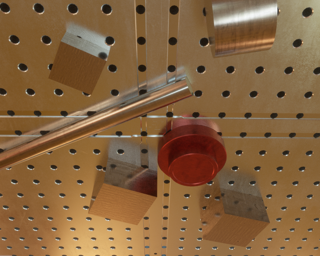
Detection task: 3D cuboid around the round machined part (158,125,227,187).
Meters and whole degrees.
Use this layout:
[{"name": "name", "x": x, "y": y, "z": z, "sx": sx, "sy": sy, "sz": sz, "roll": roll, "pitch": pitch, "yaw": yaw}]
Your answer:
[{"name": "round machined part", "x": 0.046, "y": 0.046, "z": 0.440, "sx": 0.099, "sy": 0.042, "sz": 0.097, "roll": 0, "pitch": 130, "yaw": 0}]

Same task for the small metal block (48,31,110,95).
[{"name": "small metal block", "x": -0.091, "y": -0.072, "z": 0.349, "sx": 0.050, "sy": 0.025, "sz": 0.050, "roll": 21, "pitch": 127, "yaw": -18}]

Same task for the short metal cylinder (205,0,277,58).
[{"name": "short metal cylinder", "x": 0.070, "y": -0.108, "z": 0.284, "sx": 0.050, "sy": 0.080, "sz": 0.080, "roll": -8, "pitch": 130, "yaw": 6}]

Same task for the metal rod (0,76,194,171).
[{"name": "metal rod", "x": -0.100, "y": 0.000, "z": 0.410, "sx": 0.301, "sy": 0.025, "sz": 0.025, "roll": -20, "pitch": 127, "yaw": 16}]

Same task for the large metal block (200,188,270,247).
[{"name": "large metal block", "x": 0.124, "y": 0.154, "z": 0.527, "sx": 0.081, "sy": 0.050, "sz": 0.079, "roll": 15, "pitch": 129, "yaw": -13}]

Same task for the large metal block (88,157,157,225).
[{"name": "large metal block", "x": -0.057, "y": 0.100, "z": 0.479, "sx": 0.081, "sy": 0.050, "sz": 0.079, "roll": 18, "pitch": 128, "yaw": -15}]
